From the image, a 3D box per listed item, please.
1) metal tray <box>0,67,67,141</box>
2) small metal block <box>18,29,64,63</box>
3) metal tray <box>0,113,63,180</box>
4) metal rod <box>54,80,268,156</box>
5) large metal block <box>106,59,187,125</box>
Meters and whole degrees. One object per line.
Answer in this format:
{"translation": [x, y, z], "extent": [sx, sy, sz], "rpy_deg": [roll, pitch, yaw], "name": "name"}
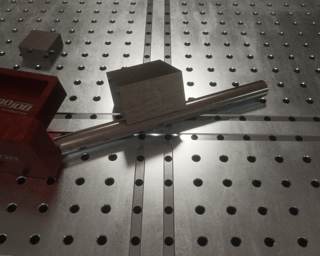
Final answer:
{"translation": [-0.195, -0.030, 0.384], "extent": [0.131, 0.030, 0.090], "rpy_deg": [11, 58, 15], "name": "metal tray"}
{"translation": [-0.199, -0.138, 0.521], "extent": [0.050, 0.025, 0.050], "rpy_deg": [10, 51, 8], "name": "small metal block"}
{"translation": [-0.186, 0.017, 0.345], "extent": [0.131, 0.090, 0.030], "rpy_deg": [8, 58, 7], "name": "metal tray"}
{"translation": [0.012, -0.018, 0.422], "extent": [0.302, 0.025, 0.025], "rpy_deg": [-16, 52, -14], "name": "metal rod"}
{"translation": [-0.020, -0.052, 0.415], "extent": [0.081, 0.050, 0.080], "rpy_deg": [-17, 27, -14], "name": "large metal block"}
